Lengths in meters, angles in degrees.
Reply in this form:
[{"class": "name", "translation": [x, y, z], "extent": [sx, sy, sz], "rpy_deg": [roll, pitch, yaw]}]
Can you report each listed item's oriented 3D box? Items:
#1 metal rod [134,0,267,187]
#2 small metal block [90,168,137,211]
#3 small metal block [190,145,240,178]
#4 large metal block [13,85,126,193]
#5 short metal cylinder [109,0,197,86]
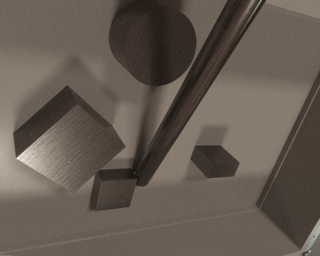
[{"class": "metal rod", "translation": [0.021, -0.016, 0.333], "extent": [0.025, 0.025, 0.298], "rpy_deg": [-5, 146, -27]}, {"class": "small metal block", "translation": [-0.064, 0.084, 0.427], "extent": [0.050, 0.025, 0.050], "rpy_deg": [1, 118, -29]}, {"class": "small metal block", "translation": [0.083, 0.050, 0.471], "extent": [0.050, 0.050, 0.025], "rpy_deg": [2, 118, -30]}, {"class": "large metal block", "translation": [-0.100, 0.014, 0.347], "extent": [0.080, 0.050, 0.080], "rpy_deg": [-42, 130, 0]}, {"class": "short metal cylinder", "translation": [-0.008, -0.091, 0.333], "extent": [0.081, 0.050, 0.079], "rpy_deg": [-14, 125, -21]}]
